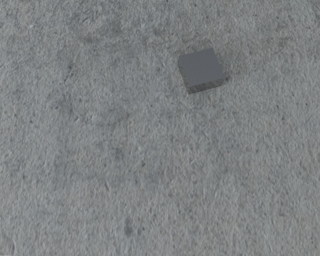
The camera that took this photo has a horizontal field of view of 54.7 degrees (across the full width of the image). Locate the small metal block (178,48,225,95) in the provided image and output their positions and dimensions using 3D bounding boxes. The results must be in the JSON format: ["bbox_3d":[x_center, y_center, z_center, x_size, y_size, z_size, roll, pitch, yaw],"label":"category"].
[{"bbox_3d":[0.057,-0.080,0.438,0.050,0.025,0.050,-15,71,-6],"label":"small metal block"}]
